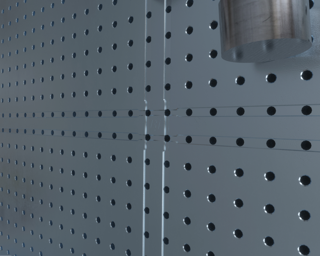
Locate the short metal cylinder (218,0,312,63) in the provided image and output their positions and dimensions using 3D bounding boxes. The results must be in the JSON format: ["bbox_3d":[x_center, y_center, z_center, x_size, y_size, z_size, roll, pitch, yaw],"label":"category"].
[{"bbox_3d":[0.097,-0.096,0.292,0.080,0.081,0.050,-5,87,39],"label":"short metal cylinder"}]
